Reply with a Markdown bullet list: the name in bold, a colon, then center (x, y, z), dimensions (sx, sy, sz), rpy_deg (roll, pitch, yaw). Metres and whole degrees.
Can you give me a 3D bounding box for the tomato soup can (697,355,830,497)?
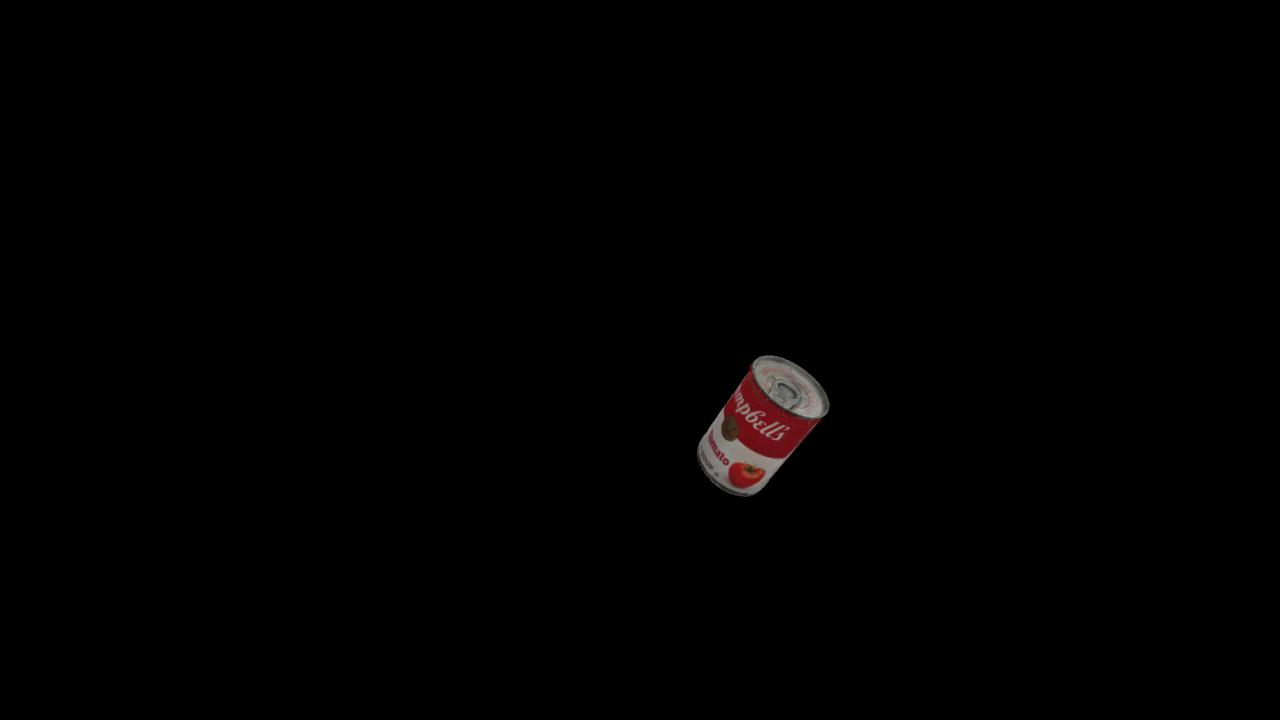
- **tomato soup can**: center (0.097, 0.055, 0.501), dimensions (0.068, 0.101, 0.068), rpy_deg (18, 37, -14)
